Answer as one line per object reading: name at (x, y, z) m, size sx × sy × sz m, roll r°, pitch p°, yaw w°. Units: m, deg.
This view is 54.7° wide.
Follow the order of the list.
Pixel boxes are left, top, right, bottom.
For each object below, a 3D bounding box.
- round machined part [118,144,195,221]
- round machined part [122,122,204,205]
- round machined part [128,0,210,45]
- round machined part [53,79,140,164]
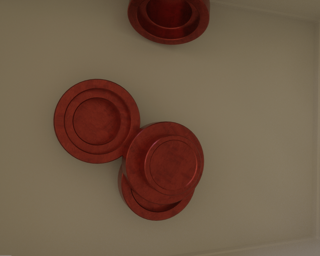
round machined part at (-0.006, 0.065, 0.400) m, size 0.099 × 0.042 × 0.097 m, roll 0°, pitch 90°, yaw -20°
round machined part at (0.008, 0.041, 0.361) m, size 0.099 × 0.042 × 0.097 m, roll 0°, pitch 90°, yaw -21°
round machined part at (0.012, -0.150, 0.380) m, size 0.099 × 0.098 × 0.042 m, roll 15°, pitch 66°, yaw -20°
round machined part at (-0.077, -0.008, 0.374) m, size 0.099 × 0.042 × 0.097 m, roll 0°, pitch 90°, yaw -21°
